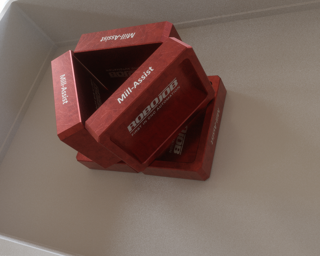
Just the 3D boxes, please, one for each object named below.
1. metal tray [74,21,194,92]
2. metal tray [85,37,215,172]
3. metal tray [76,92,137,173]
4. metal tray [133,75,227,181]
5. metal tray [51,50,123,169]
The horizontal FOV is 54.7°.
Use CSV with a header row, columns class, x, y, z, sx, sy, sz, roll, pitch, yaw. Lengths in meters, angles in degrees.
class,x,y,z,sx,sy,sz,roll,pitch,yaw
metal tray,-0.030,-0.083,0.388,0.130,0.090,0.030,2,63,29
metal tray,-0.005,-0.022,0.338,0.130,0.090,0.030,-46,51,-4
metal tray,-0.054,-0.005,0.434,0.090,0.030,0.130,1,61,28
metal tray,0.026,-0.003,0.390,0.090,0.030,0.130,1,61,29
metal tray,-0.089,-0.024,0.384,0.030,0.090,0.130,-28,52,11
